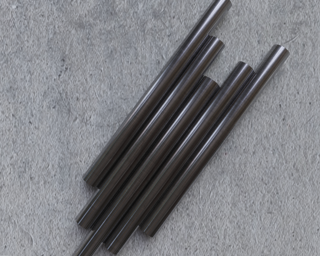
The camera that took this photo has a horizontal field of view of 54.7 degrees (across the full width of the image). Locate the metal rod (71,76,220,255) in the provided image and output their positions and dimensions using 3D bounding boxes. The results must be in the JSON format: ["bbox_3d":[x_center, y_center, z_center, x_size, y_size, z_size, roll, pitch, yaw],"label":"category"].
[{"bbox_3d":[-0.020,0.059,0.411,0.025,0.025,0.299,36,90,-1],"label":"metal rod"}]

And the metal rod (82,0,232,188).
[{"bbox_3d":[-0.004,-0.049,0.411,0.025,0.025,0.299,36,90,-1],"label":"metal rod"}]

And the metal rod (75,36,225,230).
[{"bbox_3d":[-0.013,0.006,0.411,0.025,0.025,0.299,36,90,-1],"label":"metal rod"}]

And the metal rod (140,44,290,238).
[{"bbox_3d":[0.073,0.017,0.412,0.025,0.025,0.299,36,90,-1],"label":"metal rod"}]

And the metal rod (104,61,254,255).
[{"bbox_3d":[0.026,0.039,0.411,0.025,0.025,0.299,36,90,-1],"label":"metal rod"}]
